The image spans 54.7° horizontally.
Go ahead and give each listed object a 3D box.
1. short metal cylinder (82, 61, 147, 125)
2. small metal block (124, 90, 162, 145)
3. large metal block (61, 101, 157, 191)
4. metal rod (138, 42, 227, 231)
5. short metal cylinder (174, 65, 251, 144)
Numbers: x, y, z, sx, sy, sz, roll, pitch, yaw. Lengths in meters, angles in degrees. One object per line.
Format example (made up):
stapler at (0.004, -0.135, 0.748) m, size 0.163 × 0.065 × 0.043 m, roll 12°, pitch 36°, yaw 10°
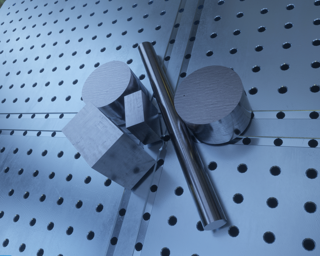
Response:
short metal cylinder at (-0.066, -0.051, 0.453) m, size 0.080 × 0.050 × 0.080 m, roll -13°, pitch 56°, yaw 21°
small metal block at (-0.022, -0.013, 0.406) m, size 0.025 × 0.050 × 0.050 m, roll -19°, pitch 54°, yaw 17°
large metal block at (-0.063, 0.023, 0.386) m, size 0.050 × 0.080 × 0.080 m, roll -48°, pitch 51°, yaw -4°
metal rod at (0.016, -0.014, 0.403) m, size 0.025 × 0.025 × 0.299 m, roll -28°, pitch 52°, yaw 11°
short metal cylinder at (0.064, -0.027, 0.371) m, size 0.080 × 0.050 × 0.080 m, roll -13°, pitch 56°, yaw 21°
